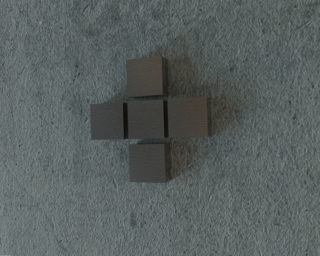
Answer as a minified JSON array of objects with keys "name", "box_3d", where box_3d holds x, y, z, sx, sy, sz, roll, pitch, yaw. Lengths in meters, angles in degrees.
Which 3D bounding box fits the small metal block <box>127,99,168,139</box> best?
[{"name":"small metal block","box_3d":[-0.015,-0.011,0.415,0.050,0.025,0.050,-2,89,19]}]

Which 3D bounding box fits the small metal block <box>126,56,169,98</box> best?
[{"name":"small metal block","box_3d":[-0.017,-0.067,0.415,0.050,0.025,0.050,-2,89,19]}]

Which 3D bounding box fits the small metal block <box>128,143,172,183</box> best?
[{"name":"small metal block","box_3d":[-0.013,0.046,0.414,0.050,0.025,0.050,-2,89,19]}]

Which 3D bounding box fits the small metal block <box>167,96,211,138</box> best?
[{"name":"small metal block","box_3d":[0.038,-0.013,0.396,0.050,0.025,0.050,-2,89,19]}]

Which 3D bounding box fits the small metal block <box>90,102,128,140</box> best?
[{"name":"small metal block","box_3d":[-0.068,-0.009,0.433,0.050,0.025,0.050,-2,89,19]}]
